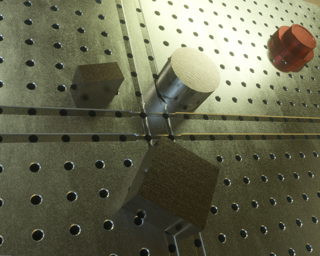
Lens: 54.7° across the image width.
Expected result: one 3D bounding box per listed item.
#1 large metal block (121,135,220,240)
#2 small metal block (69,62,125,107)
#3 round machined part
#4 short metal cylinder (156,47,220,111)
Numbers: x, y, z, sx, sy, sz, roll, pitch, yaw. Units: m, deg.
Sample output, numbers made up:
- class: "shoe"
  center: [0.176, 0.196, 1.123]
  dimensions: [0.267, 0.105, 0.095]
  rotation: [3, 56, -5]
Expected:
- class: "large metal block"
  center: [0.014, 0.069, 0.358]
  dimensions: [0.080, 0.050, 0.080]
  rotation: [31, 52, -9]
- class: "small metal block"
  center: [-0.079, -0.054, 0.383]
  dimensions: [0.050, 0.050, 0.025]
  rotation: [-14, 69, -34]
- class: "round machined part"
  center: [0.296, -0.185, 0.669]
  dimensions: [0.099, 0.042, 0.098]
  rotation: [14, 56, -21]
- class: "short metal cylinder"
  center: [0.041, -0.072, 0.458]
  dimensions: [0.081, 0.050, 0.080]
  rotation: [14, 56, -21]
